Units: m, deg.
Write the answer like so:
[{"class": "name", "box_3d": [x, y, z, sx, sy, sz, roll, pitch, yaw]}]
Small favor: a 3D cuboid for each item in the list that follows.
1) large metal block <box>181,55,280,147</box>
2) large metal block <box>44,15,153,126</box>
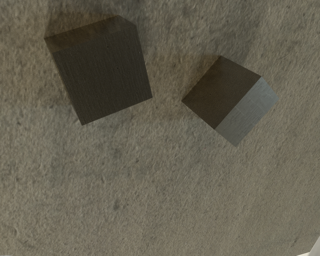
[{"class": "large metal block", "box_3d": [0.088, -0.036, 0.399, 0.080, 0.080, 0.050, -49, 129, 6]}, {"class": "large metal block", "box_3d": [-0.061, -0.061, 0.321, 0.081, 0.050, 0.080, -23, 127, -15]}]
